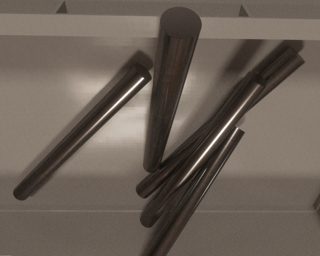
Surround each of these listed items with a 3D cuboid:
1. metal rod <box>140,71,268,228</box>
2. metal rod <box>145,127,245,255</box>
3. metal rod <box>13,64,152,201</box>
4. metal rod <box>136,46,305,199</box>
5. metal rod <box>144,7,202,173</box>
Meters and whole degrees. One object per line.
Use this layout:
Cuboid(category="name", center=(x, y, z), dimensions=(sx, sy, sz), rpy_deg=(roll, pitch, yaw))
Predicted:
Cuboid(category="metal rod", center=(0.042, 0.050, 0.417), dimensions=(0.025, 0.025, 0.298), rpy_deg=(19, 128, -16))
Cuboid(category="metal rod", center=(0.026, 0.126, 0.428), dimensions=(0.025, 0.025, 0.299), rpy_deg=(29, 96, -23))
Cuboid(category="metal rod", center=(-0.120, 0.020, 0.424), dimensions=(0.025, 0.025, 0.299), rpy_deg=(35, 122, -26))
Cuboid(category="metal rod", center=(0.062, 0.010, 0.418), dimensions=(0.025, 0.025, 0.299), rpy_deg=(30, 124, -23))
Cuboid(category="metal rod", center=(0.000, -0.004, 0.321), dimensions=(0.025, 0.025, 0.299), rpy_deg=(4, 157, -4))
